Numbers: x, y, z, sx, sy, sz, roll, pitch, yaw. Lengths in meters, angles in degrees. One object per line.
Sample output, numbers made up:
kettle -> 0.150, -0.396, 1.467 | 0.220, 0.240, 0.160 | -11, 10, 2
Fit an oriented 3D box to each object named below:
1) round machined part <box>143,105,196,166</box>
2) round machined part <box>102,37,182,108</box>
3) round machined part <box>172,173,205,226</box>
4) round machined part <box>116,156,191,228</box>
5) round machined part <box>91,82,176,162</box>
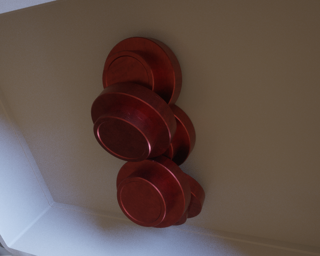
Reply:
round machined part -> -0.006, 0.014, 0.408 | 0.098, 0.042, 0.097 | 13, 123, 21
round machined part -> -0.027, -0.056, 0.362 | 0.098, 0.042, 0.097 | 7, 106, 26
round machined part -> 0.010, 0.101, 0.435 | 0.098, 0.042, 0.097 | 15, 139, 14
round machined part -> -0.015, 0.084, 0.389 | 0.098, 0.042, 0.097 | 9, 111, 25
round machined part -> -0.035, 0.001, 0.348 | 0.098, 0.042, 0.097 | 15, 137, 15
